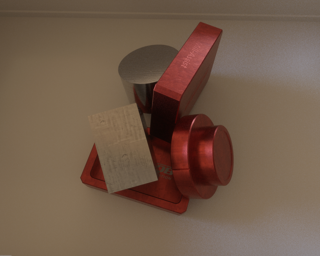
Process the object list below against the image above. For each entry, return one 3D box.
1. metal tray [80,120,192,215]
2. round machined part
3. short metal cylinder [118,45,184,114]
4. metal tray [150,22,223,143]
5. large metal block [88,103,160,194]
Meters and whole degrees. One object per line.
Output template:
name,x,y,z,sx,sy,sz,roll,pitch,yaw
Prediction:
metal tray,-0.020,0.046,0.387,0.131,0.030,0.090,16,71,6
round machined part,0.054,0.032,0.355,0.042,0.098,0.098,-6,67,30
short metal cylinder,-0.008,-0.064,0.402,0.080,0.050,0.080,-7,47,8
metal tray,0.032,-0.056,0.378,0.030,0.089,0.130,24,56,11
large metal block,-0.036,0.022,0.346,0.050,0.080,0.080,-16,87,0
